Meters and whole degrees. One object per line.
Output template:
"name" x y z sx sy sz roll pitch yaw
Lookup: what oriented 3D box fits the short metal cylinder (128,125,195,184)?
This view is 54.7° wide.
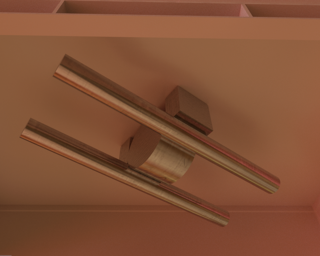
"short metal cylinder" 0.002 0.025 0.392 0.050 0.080 0.080 30 124 -23

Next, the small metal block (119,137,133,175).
"small metal block" -0.029 0.048 0.431 0.050 0.050 0.025 30 124 -23

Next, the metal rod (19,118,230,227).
"metal rod" -0.027 0.067 0.400 0.301 0.025 0.025 29 124 -23

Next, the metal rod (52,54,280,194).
"metal rod" 0.027 0.008 0.349 0.301 0.025 0.025 29 124 -23

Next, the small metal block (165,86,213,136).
"small metal block" 0.034 -0.017 0.376 0.050 0.050 0.025 30 124 -23
